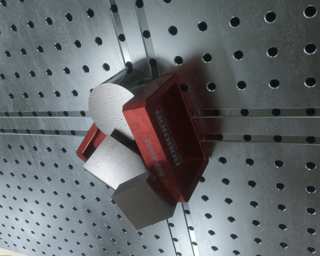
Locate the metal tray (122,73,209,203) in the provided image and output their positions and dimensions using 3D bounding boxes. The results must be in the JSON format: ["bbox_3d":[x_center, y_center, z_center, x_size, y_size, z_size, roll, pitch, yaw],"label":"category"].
[{"bbox_3d":[0.013,0.012,0.368,0.030,0.090,0.129,-9,114,32],"label":"metal tray"}]

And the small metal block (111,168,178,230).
[{"bbox_3d":[-0.017,0.081,0.347,0.050,0.025,0.050,-29,104,26],"label":"small metal block"}]

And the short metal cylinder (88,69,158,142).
[{"bbox_3d":[-0.044,-0.029,0.398,0.080,0.050,0.079,13,124,20],"label":"short metal cylinder"}]

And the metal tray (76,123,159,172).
[{"bbox_3d":[-0.054,0.048,0.463,0.130,0.030,0.089,40,129,0],"label":"metal tray"}]

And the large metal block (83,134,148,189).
[{"bbox_3d":[-0.049,0.060,0.416,0.080,0.050,0.080,34,164,5],"label":"large metal block"}]
